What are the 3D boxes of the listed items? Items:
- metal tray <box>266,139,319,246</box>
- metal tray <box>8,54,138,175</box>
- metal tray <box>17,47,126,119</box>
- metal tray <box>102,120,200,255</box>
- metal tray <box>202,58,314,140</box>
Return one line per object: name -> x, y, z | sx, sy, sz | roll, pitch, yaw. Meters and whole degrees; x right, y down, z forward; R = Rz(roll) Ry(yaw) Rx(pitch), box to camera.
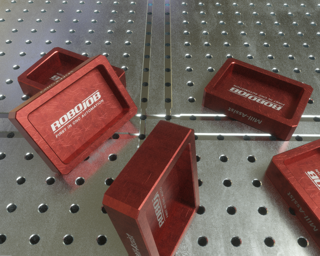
metal tray -> 0.194, 0.076, 0.342 | 0.091, 0.030, 0.130 | -17, 52, -15
metal tray -> -0.098, -0.018, 0.377 | 0.131, 0.090, 0.030 | -44, 27, -29
metal tray -> -0.128, -0.068, 0.459 | 0.130, 0.030, 0.090 | 21, 53, 16
metal tray -> 0.001, 0.068, 0.280 | 0.030, 0.129, 0.090 | 18, 52, 25
metal tray -> 0.139, -0.046, 0.444 | 0.130, 0.030, 0.090 | 26, 54, 19
